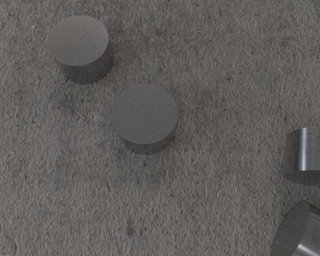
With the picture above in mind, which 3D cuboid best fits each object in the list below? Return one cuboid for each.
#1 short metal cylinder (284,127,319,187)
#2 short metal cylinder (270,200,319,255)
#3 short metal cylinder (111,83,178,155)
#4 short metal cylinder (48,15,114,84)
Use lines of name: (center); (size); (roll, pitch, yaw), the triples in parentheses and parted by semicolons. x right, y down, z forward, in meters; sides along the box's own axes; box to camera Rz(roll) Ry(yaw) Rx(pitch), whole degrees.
short metal cylinder: (0.191, 0.037, 0.367); (0.080, 0.080, 0.050); (9, 71, 3)
short metal cylinder: (0.162, 0.126, 0.334); (0.050, 0.080, 0.080); (28, 73, 10)
short metal cylinder: (-0.018, -0.010, 0.398); (0.081, 0.050, 0.080); (0, 70, 0)
short metal cylinder: (-0.108, -0.108, 0.434); (0.081, 0.050, 0.080); (0, 70, 0)
